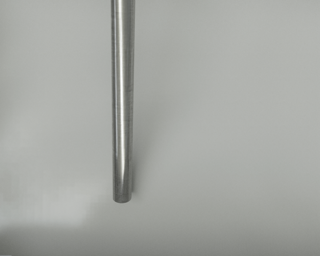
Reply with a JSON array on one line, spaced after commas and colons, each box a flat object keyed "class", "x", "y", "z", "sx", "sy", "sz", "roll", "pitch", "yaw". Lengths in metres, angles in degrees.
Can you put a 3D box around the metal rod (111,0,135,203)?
[{"class": "metal rod", "x": -0.043, "y": -0.044, "z": 0.353, "sx": 0.025, "sy": 0.025, "sz": 0.298, "roll": 3, "pitch": 114, "yaw": 0}]
